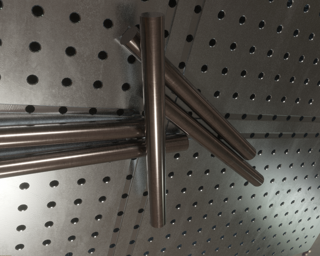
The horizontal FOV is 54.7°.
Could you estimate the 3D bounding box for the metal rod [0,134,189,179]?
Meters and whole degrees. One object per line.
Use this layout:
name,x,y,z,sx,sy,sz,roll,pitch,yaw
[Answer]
metal rod,-0.100,0.035,0.378,0.303,0.025,0.025,-6,121,-26

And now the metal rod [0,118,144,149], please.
metal rod,-0.153,0.009,0.333,0.303,0.025,0.025,-4,120,-27

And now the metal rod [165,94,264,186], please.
metal rod,0.086,0.028,0.477,0.025,0.025,0.301,-49,129,6

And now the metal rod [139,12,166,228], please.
metal rod,-0.006,0.014,0.384,0.025,0.025,0.298,-15,125,-21

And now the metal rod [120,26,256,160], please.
metal rod,0.059,-0.028,0.427,0.025,0.025,0.301,-48,129,5
